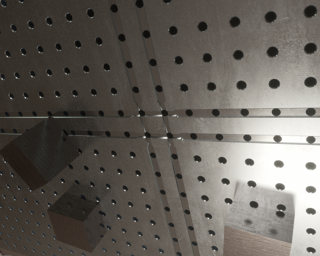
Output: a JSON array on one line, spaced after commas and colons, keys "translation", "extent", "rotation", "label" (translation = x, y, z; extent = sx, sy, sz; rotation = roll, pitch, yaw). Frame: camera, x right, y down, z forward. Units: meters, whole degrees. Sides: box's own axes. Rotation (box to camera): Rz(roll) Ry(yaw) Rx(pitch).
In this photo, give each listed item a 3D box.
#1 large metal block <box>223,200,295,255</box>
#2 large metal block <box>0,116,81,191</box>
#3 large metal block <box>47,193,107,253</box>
[{"translation": [0.132, 0.153, 0.420], "extent": [0.080, 0.050, 0.079], "rotation": [9, 123, 23], "label": "large metal block"}, {"translation": [-0.190, 0.040, 0.498], "extent": [0.050, 0.080, 0.080], "rotation": [-28, 103, 37], "label": "large metal block"}, {"translation": [-0.155, 0.177, 0.584], "extent": [0.080, 0.050, 0.079], "rotation": [9, 122, 23], "label": "large metal block"}]
